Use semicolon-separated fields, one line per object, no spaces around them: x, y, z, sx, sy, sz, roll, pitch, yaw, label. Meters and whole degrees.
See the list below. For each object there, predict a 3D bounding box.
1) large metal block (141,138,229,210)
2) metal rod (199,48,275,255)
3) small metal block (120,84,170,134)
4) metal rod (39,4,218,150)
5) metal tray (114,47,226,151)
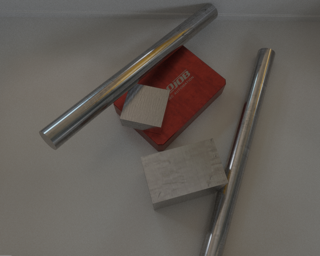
0.025;0.057;0.360;0.081;0.080;0.050;-14;71;-6;large metal block
0.105;0.024;0.402;0.025;0.025;0.300;19;71;6;metal rod
-0.018;-0.024;0.386;0.050;0.025;0.050;12;70;4;small metal block
-0.020;-0.080;0.386;0.025;0.025;0.301;39;61;12;metal rod
0.014;-0.044;0.423;0.090;0.030;0.130;43;75;13;metal tray
